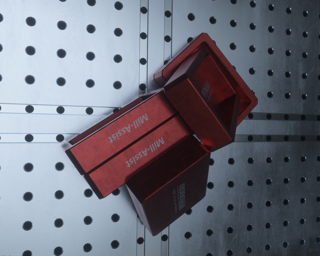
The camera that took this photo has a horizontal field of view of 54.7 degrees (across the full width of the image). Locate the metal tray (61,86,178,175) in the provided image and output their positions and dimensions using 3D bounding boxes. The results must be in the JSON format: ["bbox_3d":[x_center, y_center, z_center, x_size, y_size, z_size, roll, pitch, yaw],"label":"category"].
[{"bbox_3d":[-0.048,0.000,0.361,0.131,0.090,0.030,-34,102,-17],"label":"metal tray"}]

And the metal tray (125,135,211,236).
[{"bbox_3d":[0.014,0.074,0.370,0.090,0.129,0.030,-34,60,-17],"label":"metal tray"}]

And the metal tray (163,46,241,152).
[{"bbox_3d":[0.057,-0.041,0.375,0.090,0.030,0.130,52,30,-13],"label":"metal tray"}]

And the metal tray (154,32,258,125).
[{"bbox_3d":[0.067,-0.054,0.435,0.090,0.030,0.130,-46,105,-15],"label":"metal tray"}]

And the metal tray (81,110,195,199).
[{"bbox_3d":[-0.031,0.025,0.366,0.131,0.090,0.030,-34,102,-17],"label":"metal tray"}]
